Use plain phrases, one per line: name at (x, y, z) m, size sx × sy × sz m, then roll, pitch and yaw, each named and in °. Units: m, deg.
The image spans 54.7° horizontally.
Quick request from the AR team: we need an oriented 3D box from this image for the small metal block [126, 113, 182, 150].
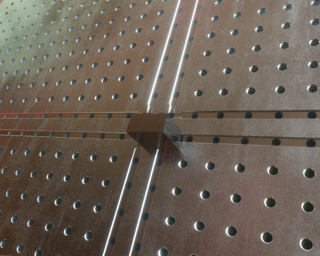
small metal block at (-0.006, 0.005, 0.391) m, size 0.050 × 0.050 × 0.025 m, roll -1°, pitch 62°, yaw 27°
